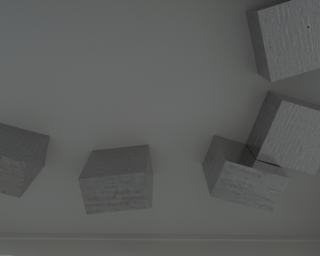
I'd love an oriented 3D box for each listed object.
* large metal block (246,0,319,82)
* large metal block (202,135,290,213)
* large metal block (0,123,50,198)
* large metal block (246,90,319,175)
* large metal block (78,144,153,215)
[{"bbox_3d":[0.153,-0.108,0.359,0.080,0.050,0.080,-16,110,6],"label":"large metal block"},{"bbox_3d":[0.106,0.057,0.404,0.080,0.080,0.050,16,109,-6],"label":"large metal block"},{"bbox_3d":[-0.198,0.037,0.394,0.080,0.080,0.050,15,109,-6],"label":"large metal block"},{"bbox_3d":[0.170,0.005,0.401,0.080,0.050,0.079,15,109,-6],"label":"large metal block"},{"bbox_3d":[-0.053,0.064,0.405,0.080,0.080,0.050,-6,110,2],"label":"large metal block"}]
